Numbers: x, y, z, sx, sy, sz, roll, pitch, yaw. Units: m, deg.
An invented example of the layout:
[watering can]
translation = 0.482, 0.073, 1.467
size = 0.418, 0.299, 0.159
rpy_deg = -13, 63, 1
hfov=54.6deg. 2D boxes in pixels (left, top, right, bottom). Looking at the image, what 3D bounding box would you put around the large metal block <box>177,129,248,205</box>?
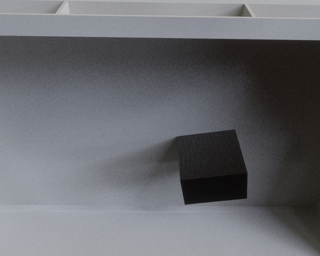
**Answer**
[large metal block]
translation = 0.068, 0.051, 0.417
size = 0.080, 0.080, 0.050
rpy_deg = -7, 130, 6
